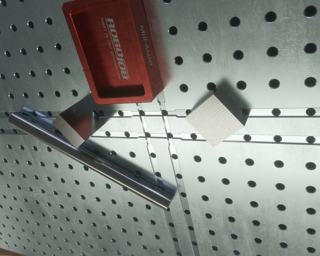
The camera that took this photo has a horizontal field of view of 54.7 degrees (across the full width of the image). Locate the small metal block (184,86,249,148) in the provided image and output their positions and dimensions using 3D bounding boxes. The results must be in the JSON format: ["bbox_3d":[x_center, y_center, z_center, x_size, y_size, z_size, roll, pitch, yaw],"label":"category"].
[{"bbox_3d":[0.067,-0.013,0.367,0.050,0.025,0.050,46,129,-4],"label":"small metal block"}]

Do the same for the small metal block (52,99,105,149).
[{"bbox_3d":[-0.118,-0.006,0.451,0.050,0.050,0.025,47,129,-5],"label":"small metal block"}]

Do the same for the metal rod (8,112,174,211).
[{"bbox_3d":[-0.117,0.049,0.500,0.301,0.025,0.025,27,128,11],"label":"metal rod"}]

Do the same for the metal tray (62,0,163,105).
[{"bbox_3d":[-0.055,-0.094,0.376,0.090,0.030,0.129,0,118,28],"label":"metal tray"}]
